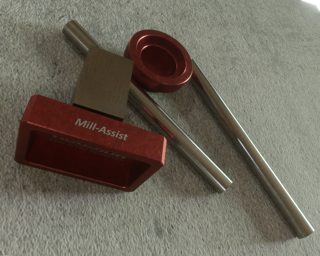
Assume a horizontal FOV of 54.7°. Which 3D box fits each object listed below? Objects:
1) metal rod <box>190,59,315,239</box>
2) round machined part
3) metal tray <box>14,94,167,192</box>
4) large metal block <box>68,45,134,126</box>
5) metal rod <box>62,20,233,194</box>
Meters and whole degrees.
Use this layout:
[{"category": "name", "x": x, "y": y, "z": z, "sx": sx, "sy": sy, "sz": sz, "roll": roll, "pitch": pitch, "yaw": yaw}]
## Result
[{"category": "metal rod", "x": 0.123, "y": 0.022, "z": 0.458, "sx": 0.025, "sy": 0.025, "sz": 0.299, "roll": -23, "pitch": 74, "yaw": -36}, {"category": "round machined part", "x": -0.006, "y": -0.091, "z": 0.447, "sx": 0.099, "sy": 0.042, "sz": 0.098, "roll": 14, "pitch": 56, "yaw": -21}, {"category": "metal tray", "x": -0.071, "y": 0.022, "z": 0.311, "sx": 0.131, "sy": 0.090, "sz": 0.030, "roll": 19, "pitch": 55, "yaw": -18}, {"category": "large metal block", "x": -0.072, "y": -0.031, "z": 0.350, "sx": 0.050, "sy": 0.080, "sz": 0.080, "roll": 18, "pitch": 55, "yaw": -19}, {"category": "metal rod", "x": -0.019, "y": -0.030, "z": 0.413, "sx": 0.300, "sy": 0.025, "sz": 0.025, "roll": 46, "pitch": 51, "yaw": 3}]
